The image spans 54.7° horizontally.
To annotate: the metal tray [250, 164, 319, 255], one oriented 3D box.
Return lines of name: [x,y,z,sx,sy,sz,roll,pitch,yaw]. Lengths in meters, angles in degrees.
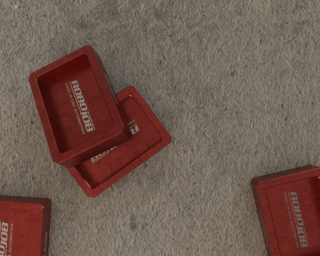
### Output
metal tray: [0.181,0.122,0.408,0.091,0.030,0.129,-13,90,0]

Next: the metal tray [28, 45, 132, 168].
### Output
metal tray: [-0.100,-0.028,0.380,0.090,0.030,0.130,-26,68,4]

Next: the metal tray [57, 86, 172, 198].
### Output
metal tray: [-0.062,0.018,0.406,0.130,0.030,0.090,-36,90,0]

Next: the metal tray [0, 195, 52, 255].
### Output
metal tray: [-0.196,0.157,0.406,0.091,0.030,0.129,4,90,0]
